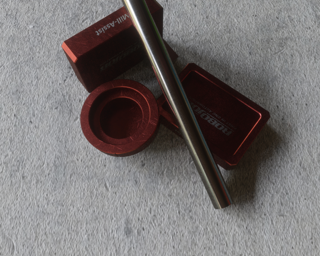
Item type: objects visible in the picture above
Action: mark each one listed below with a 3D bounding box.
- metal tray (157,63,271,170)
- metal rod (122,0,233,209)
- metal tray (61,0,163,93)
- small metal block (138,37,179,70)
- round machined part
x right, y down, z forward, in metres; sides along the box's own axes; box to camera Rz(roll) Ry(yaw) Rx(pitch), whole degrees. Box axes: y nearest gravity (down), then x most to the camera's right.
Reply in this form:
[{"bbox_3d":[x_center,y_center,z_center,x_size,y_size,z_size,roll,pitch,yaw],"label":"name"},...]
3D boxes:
[{"bbox_3d":[0.066,-0.017,0.414,0.130,0.030,0.090,36,74,12],"label":"metal tray"},{"bbox_3d":[0.017,-0.043,0.369,0.025,0.025,0.299,-25,94,-9],"label":"metal rod"},{"bbox_3d":[-0.056,-0.110,0.414,0.131,0.090,0.030,-36,74,-12],"label":"metal tray"},{"bbox_3d":[-0.005,-0.101,0.428,0.025,0.050,0.050,-42,90,-11],"label":"small metal block"},{"bbox_3d":[-0.048,-0.010,0.400,0.099,0.042,0.098,-2,73,5],"label":"round machined part"}]
